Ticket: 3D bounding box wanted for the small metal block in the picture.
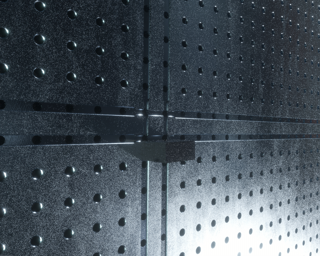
[{"bbox_3d":[0.010,0.029,0.403,0.050,0.050,0.025,-2,91,-40],"label":"small metal block"}]
